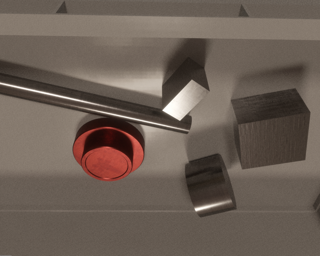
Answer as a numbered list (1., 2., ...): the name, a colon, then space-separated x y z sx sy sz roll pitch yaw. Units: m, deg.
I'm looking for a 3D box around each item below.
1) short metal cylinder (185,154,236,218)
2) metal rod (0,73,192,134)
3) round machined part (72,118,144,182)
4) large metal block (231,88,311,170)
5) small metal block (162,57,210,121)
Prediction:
1. short metal cylinder: 0.073 0.083 0.445 0.050 0.080 0.080 -18 128 14
2. metal rod: -0.108 -0.035 0.377 0.302 0.025 0.025 12 129 -11
3. round machined part: -0.071 0.036 0.428 0.099 0.042 0.097 -1 130 0
4. large metal block: 0.139 0.003 0.397 0.080 0.050 0.080 -10 130 8
5. small metal block: 0.028 -0.045 0.355 0.025 0.050 0.050 30 124 -23
